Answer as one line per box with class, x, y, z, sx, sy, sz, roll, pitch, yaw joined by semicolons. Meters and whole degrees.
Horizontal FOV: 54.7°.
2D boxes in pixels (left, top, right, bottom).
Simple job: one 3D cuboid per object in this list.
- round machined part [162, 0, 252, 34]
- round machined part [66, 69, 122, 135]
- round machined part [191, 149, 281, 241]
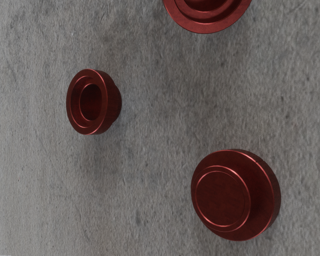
round machined part;0.048;-0.154;0.328;0.097;0.099;0.042;-57;25;24
round machined part;-0.097;-0.039;0.471;0.098;0.042;0.097;0;90;39
round machined part;0.073;0.072;0.332;0.098;0.042;0.097;0;90;39
